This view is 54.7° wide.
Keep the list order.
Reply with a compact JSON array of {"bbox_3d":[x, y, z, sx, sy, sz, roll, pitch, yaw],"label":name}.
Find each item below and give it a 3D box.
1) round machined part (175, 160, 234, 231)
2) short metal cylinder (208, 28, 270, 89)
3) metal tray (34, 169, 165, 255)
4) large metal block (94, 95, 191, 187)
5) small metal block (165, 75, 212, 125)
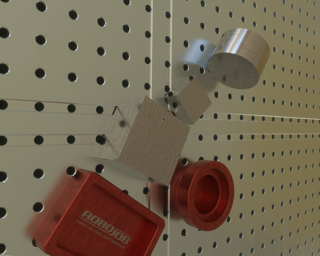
[{"bbox_3d":[0.061,0.095,0.449,0.099,0.042,0.097,0,90,-40],"label":"round machined part"},{"bbox_3d":[0.120,-0.104,0.474,0.080,0.080,0.050,43,64,-32],"label":"short metal cylinder"},{"bbox_3d":[-0.061,0.118,0.354,0.130,0.030,0.090,43,64,-31],"label":"metal tray"},{"bbox_3d":[-0.019,0.017,0.377,0.080,0.050,0.080,34,69,-35],"label":"large metal block"},{"bbox_3d":[0.042,-0.040,0.444,0.050,0.025,0.050,-47,118,-30],"label":"small metal block"}]
